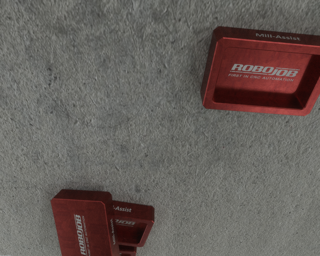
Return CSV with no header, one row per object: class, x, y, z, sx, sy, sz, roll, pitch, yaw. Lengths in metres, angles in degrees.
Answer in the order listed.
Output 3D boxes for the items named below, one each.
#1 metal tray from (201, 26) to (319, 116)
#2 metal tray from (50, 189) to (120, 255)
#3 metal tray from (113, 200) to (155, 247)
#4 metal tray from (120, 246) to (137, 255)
metal tray,0.119,-0.061,0.352,0.131,0.030,0.089,4,130,-4
metal tray,-0.119,0.165,0.503,0.090,0.030,0.129,0,109,13
metal tray,-0.083,0.167,0.544,0.131,0.030,0.089,11,129,-10
metal tray,-0.115,0.250,0.615,0.131,0.030,0.089,6,130,-5
